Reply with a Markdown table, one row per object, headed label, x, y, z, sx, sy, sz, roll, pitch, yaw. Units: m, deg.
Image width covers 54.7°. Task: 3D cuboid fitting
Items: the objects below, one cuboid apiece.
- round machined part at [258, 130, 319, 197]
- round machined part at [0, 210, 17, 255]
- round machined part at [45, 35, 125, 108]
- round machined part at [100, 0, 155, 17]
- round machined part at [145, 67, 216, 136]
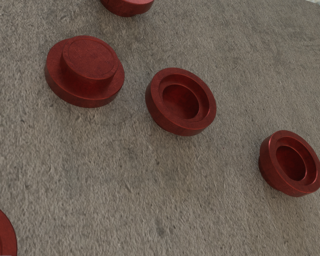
| label | x | y | z | sx | sy | sz | roll | pitch | yaw |
| --- | --- | --- | --- | --- | --- | --- | --- | --- | --- |
| round machined part | 0.187 | 0.056 | 0.459 | 0.099 | 0.042 | 0.098 | 14 | 56 | -21 |
| round machined part | -0.166 | 0.105 | 0.240 | 0.099 | 0.042 | 0.098 | 14 | 56 | -21 |
| round machined part | -0.091 | -0.077 | 0.391 | 0.099 | 0.042 | 0.098 | 14 | 56 | -21 |
| round machined part | -0.058 | -0.217 | 0.493 | 0.099 | 0.042 | 0.098 | 14 | 56 | -21 |
| round machined part | 0.025 | -0.032 | 0.425 | 0.099 | 0.042 | 0.098 | 14 | 56 | -21 |
